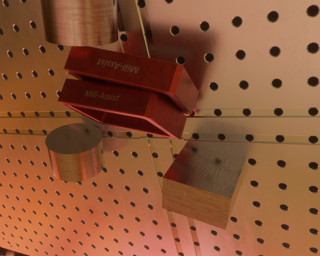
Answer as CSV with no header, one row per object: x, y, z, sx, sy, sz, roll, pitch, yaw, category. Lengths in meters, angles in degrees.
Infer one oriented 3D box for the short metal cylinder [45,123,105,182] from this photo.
-0.125,0.035,0.463,0.080,0.080,0.050,15,125,20,short metal cylinder

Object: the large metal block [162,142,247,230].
0.056,0.068,0.388,0.080,0.080,0.050,14,124,20,large metal block

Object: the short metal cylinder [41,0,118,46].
-0.087,-0.124,0.342,0.080,0.080,0.050,14,119,20,short metal cylinder

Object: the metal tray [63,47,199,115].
-0.029,-0.053,0.353,0.130,0.090,0.030,15,84,19,metal tray

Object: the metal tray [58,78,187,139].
-0.044,-0.022,0.374,0.130,0.090,0.030,11,78,29,metal tray
